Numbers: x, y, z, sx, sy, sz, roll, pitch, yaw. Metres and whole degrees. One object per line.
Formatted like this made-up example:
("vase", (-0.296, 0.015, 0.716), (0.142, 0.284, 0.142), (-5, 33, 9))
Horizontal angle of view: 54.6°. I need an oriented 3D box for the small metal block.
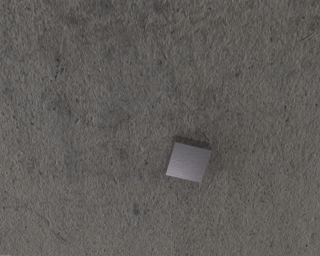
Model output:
("small metal block", (0.038, 0.042, 0.426), (0.050, 0.025, 0.050), (13, 110, -5))
